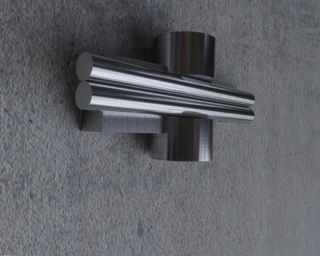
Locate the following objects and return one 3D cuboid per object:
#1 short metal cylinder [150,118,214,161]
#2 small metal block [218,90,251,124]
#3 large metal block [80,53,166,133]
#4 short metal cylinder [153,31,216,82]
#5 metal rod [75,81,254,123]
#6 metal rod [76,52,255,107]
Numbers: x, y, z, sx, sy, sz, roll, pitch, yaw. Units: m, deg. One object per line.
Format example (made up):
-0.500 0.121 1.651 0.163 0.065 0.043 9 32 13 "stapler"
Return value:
0.028 0.014 0.393 0.081 0.080 0.050 2 89 -40 "short metal cylinder"
0.123 -0.033 0.509 0.050 0.025 0.050 4 88 -40 "small metal block"
-0.042 -0.035 0.355 0.081 0.050 0.080 2 89 -40 "large metal block"
0.031 -0.086 0.396 0.081 0.080 0.050 2 89 -40 "short metal cylinder"
0.036 -0.024 0.378 0.302 0.025 0.025 2 89 -48 "metal rod"
0.036 -0.049 0.378 0.302 0.025 0.025 2 89 -48 "metal rod"
